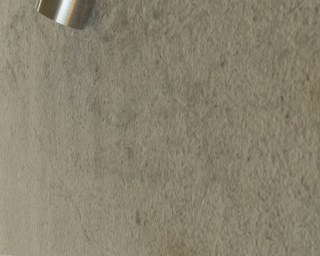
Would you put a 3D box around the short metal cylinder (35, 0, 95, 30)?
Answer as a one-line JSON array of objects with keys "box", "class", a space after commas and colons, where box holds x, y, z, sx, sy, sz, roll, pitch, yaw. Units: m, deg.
[{"box": [-0.149, -0.197, 0.489, 0.080, 0.081, 0.050, 42, 115, 31], "class": "short metal cylinder"}]
